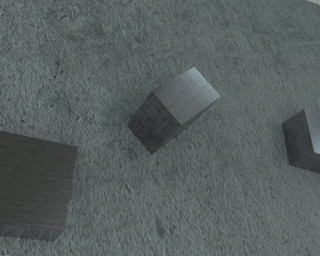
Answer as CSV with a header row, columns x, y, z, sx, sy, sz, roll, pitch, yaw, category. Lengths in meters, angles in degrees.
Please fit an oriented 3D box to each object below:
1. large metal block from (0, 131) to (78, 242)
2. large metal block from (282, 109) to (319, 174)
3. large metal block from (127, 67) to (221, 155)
x,y,z,sx,sy,sz,roll,pitch,yaw,category
-0.127,0.055,0.286,0.081,0.050,0.080,14,56,-20,large metal block
0.256,0.025,0.510,0.081,0.050,0.080,17,55,-19,large metal block
0.016,-0.021,0.390,0.081,0.080,0.050,-35,82,-38,large metal block
